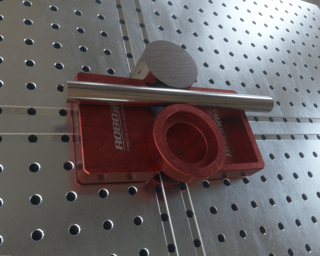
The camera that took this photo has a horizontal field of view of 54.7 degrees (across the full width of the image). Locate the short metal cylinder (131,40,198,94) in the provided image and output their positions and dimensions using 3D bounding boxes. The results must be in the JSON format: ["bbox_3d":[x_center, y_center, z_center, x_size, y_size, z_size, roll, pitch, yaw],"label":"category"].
[{"bbox_3d":[0.005,-0.076,0.436,0.081,0.050,0.080,14,56,-21],"label":"short metal cylinder"}]

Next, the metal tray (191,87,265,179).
[{"bbox_3d":[0.087,0.005,0.444,0.091,0.030,0.130,1,61,-28],"label":"metal tray"}]

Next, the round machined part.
[{"bbox_3d":[0.029,0.022,0.383,0.099,0.042,0.098,14,56,-21],"label":"round machined part"}]

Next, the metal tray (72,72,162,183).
[{"bbox_3d":[-0.054,-0.002,0.371,0.091,0.030,0.130,3,61,-27],"label":"metal tray"}]

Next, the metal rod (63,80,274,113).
[{"bbox_3d":[0.032,-0.038,0.404,0.303,0.025,0.025,1,62,-28],"label":"metal rod"}]
